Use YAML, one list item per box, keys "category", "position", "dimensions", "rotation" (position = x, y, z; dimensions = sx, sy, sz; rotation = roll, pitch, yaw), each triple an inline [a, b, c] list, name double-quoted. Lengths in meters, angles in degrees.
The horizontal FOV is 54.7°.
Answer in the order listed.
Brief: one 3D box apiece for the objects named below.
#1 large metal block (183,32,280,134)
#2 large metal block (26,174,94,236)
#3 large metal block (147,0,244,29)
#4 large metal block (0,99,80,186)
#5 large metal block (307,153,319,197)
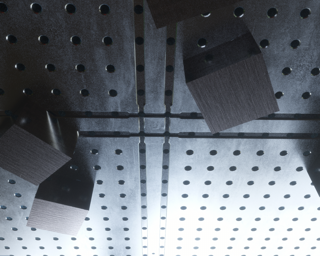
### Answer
- category: "large metal block"
  position: [0.081, -0.049, 0.355]
  dimensions: [0.080, 0.050, 0.080]
  rotation: [-21, 128, 16]
- category: "large metal block"
  position: [-0.160, 0.124, 0.499]
  dimensions: [0.081, 0.050, 0.079]
  rotation: [18, 128, -16]
- category: "large metal block"
  position: [0.027, -0.135, 0.261]
  dimensions: [0.080, 0.080, 0.050]
  rotation: [-15, 129, 12]
- category: "large metal block"
  position: [-0.169, 0.022, 0.411]
  dimensions: [0.080, 0.050, 0.080]
  rotation: [-36, 122, 26]
- category: "large metal block"
  position: [0.279, 0.060, 0.451]
  dimensions: [0.081, 0.050, 0.079]
  rotation: [6, 130, -6]
